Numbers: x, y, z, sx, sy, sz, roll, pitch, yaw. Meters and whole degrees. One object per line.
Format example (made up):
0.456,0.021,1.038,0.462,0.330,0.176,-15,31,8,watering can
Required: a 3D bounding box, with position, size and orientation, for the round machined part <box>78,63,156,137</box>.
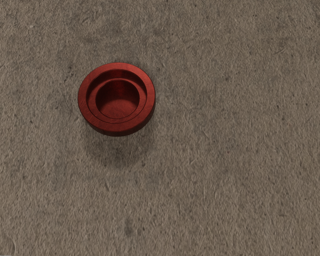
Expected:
-0.055,-0.034,0.411,0.099,0.042,0.098,0,70,-1,round machined part
